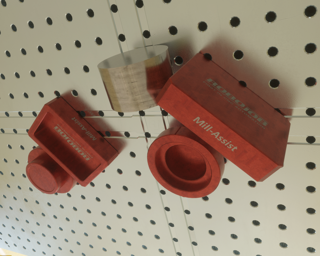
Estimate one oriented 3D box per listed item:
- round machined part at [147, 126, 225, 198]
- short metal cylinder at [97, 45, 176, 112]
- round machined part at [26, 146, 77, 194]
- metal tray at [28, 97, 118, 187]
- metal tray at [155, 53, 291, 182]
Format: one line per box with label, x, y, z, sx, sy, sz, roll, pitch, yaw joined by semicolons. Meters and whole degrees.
round machined part;0.036;0.040;0.405;0.098;0.042;0.097;13;124;20
short metal cylinder;-0.024;-0.058;0.351;0.080;0.080;0.050;-1;118;28
round machined part;-0.196;0.078;0.549;0.098;0.042;0.097;13;124;20
metal tray;-0.141;0.025;0.494;0.130;0.030;0.090;45;129;-4
metal tray;0.070;-0.016;0.321;0.130;0.090;0.030;38;129;2
